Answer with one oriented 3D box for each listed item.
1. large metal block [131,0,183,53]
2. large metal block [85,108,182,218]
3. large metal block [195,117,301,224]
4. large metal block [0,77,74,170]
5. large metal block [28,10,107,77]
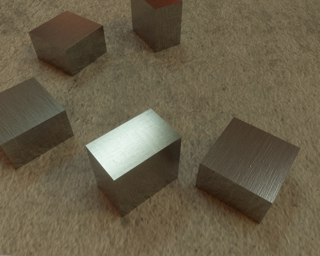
[{"bbox_3d":[-0.007,-0.189,0.526,0.050,0.080,0.080,-26,55,-20],"label":"large metal block"},{"bbox_3d":[-0.026,0.038,0.335,0.081,0.080,0.050,-32,57,-24],"label":"large metal block"},{"bbox_3d":[0.098,0.045,0.350,0.080,0.050,0.080,28,55,21],"label":"large metal block"},{"bbox_3d":[-0.170,-0.009,0.392,0.080,0.050,0.080,-34,58,-26],"label":"large metal block"},{"bbox_3d":[-0.146,-0.139,0.502,0.080,0.050,0.080,28,55,21],"label":"large metal block"}]
